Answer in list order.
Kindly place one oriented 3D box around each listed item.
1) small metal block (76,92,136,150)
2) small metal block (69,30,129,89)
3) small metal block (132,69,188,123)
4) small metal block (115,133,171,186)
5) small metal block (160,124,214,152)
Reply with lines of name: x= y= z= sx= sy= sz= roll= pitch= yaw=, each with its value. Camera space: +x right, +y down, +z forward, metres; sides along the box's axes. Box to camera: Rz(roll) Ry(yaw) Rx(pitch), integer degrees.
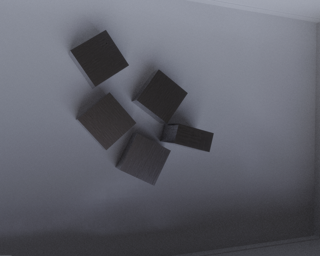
small metal block: x=-0.067 y=-0.008 z=0.386 sx=0.050 sy=0.025 sz=0.050 roll=-44 pitch=104 yaw=-15
small metal block: x=-0.075 y=-0.084 z=0.382 sx=0.050 sy=0.025 sz=0.050 roll=-37 pitch=102 yaw=-16
small metal block: x=0.000 y=-0.041 z=0.410 sx=0.050 sy=0.025 sz=0.050 roll=37 pitch=78 yaw=-16
small metal block: x=-0.022 y=0.040 z=0.402 sx=0.050 sy=0.025 sz=0.050 roll=28 pitch=81 yaw=-18
small metal block: x=0.034 y=0.012 z=0.410 sx=0.050 sy=0.050 sz=0.025 roll=15 pitch=85 yaw=-20
